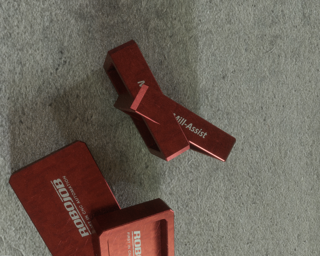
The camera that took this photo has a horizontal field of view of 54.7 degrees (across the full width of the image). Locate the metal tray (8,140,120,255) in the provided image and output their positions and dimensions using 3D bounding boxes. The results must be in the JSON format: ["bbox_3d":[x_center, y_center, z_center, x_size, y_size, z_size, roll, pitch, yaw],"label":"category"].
[{"bbox_3d":[-0.103,0.090,0.368,0.091,0.030,0.129,-29,100,-18],"label":"metal tray"}]

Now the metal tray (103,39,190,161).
[{"bbox_3d":[-0.020,-0.029,0.362,0.030,0.090,0.130,-30,98,-11],"label":"metal tray"}]

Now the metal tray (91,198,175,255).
[{"bbox_3d":[-0.029,0.157,0.371,0.091,0.030,0.129,-11,111,-25],"label":"metal tray"}]

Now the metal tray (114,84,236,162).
[{"bbox_3d":[0.016,-0.007,0.375,0.131,0.090,0.030,29,85,-21],"label":"metal tray"}]
